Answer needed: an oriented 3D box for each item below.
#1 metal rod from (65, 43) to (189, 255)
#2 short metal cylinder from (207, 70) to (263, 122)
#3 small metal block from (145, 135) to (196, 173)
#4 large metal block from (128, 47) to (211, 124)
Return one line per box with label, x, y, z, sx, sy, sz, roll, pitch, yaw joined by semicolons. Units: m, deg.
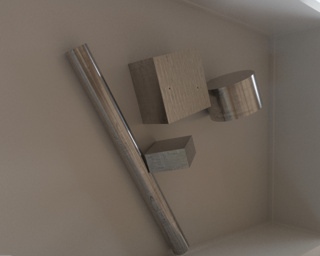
metal rod;-0.030;0.041;0.382;0.025;0.025;0.299;-39;114;-33
short metal cylinder;0.107;-0.049;0.463;0.081;0.080;0.050;-33;111;-35
small metal block;0.015;0.033;0.393;0.050;0.050;0.025;-47;125;-67
large metal block;0.014;-0.055;0.404;0.081;0.050;0.079;-23;105;-38
